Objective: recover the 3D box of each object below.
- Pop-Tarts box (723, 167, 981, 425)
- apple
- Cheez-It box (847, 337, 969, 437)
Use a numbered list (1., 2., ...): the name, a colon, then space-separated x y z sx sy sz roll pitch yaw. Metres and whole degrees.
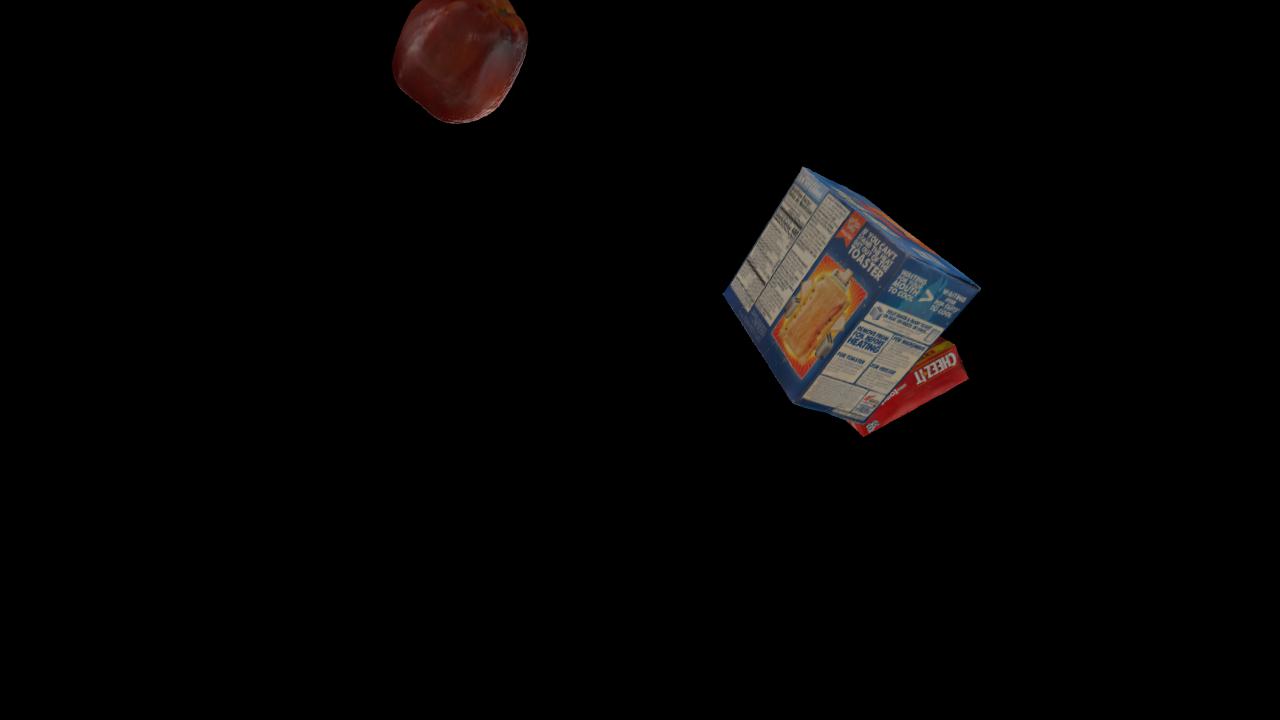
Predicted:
1. Pop-Tarts box: 0.163 -0.057 0.520 0.083 0.141 0.167 15 31 -27
2. apple: -0.120 -0.205 0.414 0.093 0.079 0.079 -32 -19 33
3. Cheez-It box: 0.346 0.006 0.925 0.166 0.071 0.223 -31 21 4
